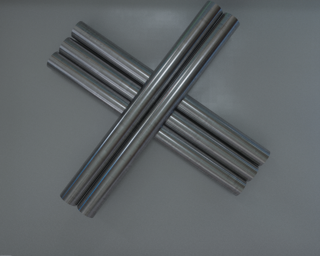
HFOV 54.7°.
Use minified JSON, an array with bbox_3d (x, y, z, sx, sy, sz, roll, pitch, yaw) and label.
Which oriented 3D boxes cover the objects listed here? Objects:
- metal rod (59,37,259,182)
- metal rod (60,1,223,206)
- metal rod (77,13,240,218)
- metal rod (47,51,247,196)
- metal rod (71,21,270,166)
[{"bbox_3d":[-0.001,-0.024,0.410,0.301,0.025,0.025,34,90,0],"label":"metal rod"},{"bbox_3d":[-0.023,-0.030,0.385,0.025,0.025,0.300,37,90,0],"label":"metal rod"},{"bbox_3d":[-0.002,-0.016,0.385,0.025,0.025,0.300,37,90,0],"label":"metal rod"},{"bbox_3d":[-0.017,-0.005,0.410,0.301,0.025,0.025,34,90,0],"label":"metal rod"},{"bbox_3d":[0.014,-0.045,0.410,0.301,0.025,0.025,35,90,0],"label":"metal rod"}]
